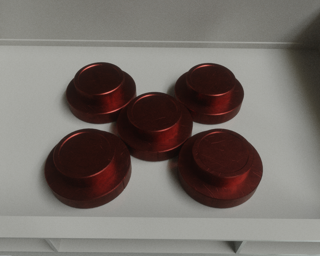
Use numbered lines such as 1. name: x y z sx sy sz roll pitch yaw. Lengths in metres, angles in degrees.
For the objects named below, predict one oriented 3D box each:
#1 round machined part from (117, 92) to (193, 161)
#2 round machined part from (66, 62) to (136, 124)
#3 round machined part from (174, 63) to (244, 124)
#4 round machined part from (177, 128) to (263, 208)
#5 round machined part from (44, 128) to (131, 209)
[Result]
1. round machined part: -0.007 -0.009 0.399 0.099 0.042 0.098 0 50 0
2. round machined part: -0.084 -0.056 0.438 0.099 0.042 0.098 0 50 0
3. round machined part: 0.070 -0.055 0.440 0.099 0.042 0.098 0 50 0
4. round machined part: 0.070 0.039 0.361 0.099 0.042 0.098 0 50 0
5. round machined part: -0.083 0.039 0.358 0.099 0.042 0.098 0 50 0
